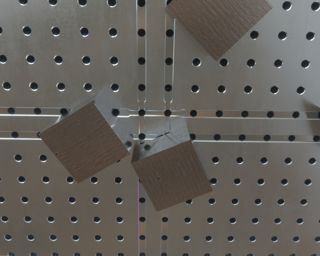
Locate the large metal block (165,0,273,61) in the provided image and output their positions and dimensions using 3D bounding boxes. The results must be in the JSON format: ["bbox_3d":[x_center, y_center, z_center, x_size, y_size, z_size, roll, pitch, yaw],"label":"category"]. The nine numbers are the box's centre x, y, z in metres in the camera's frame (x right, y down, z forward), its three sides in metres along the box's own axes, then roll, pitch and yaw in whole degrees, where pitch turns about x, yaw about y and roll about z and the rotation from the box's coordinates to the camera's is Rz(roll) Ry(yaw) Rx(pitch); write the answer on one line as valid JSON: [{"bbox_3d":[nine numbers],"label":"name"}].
[{"bbox_3d":[0.063,-0.136,0.351,0.080,0.050,0.080,43,104,-15],"label":"large metal block"}]

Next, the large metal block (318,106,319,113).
[{"bbox_3d":[0.267,-0.002,0.403,0.080,0.050,0.080,-24,109,8],"label":"large metal block"}]

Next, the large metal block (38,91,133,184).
[{"bbox_3d":[-0.092,0.012,0.403,0.080,0.050,0.080,-30,108,10],"label":"large metal block"}]

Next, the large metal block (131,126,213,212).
[{"bbox_3d":[0.016,0.055,0.421,0.080,0.050,0.080,-22,109,7],"label":"large metal block"}]
